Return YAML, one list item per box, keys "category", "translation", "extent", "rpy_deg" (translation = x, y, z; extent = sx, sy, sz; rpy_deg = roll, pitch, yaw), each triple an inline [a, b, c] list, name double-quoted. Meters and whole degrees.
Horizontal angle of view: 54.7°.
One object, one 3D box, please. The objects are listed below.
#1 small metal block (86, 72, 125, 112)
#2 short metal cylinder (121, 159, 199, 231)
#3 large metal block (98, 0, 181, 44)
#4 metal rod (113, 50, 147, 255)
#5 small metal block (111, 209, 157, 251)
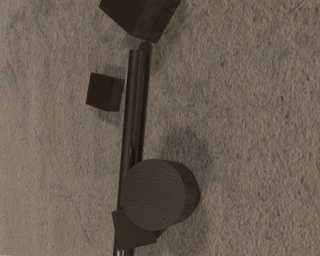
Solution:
- category: "small metal block"
  translation: [-0.084, -0.055, 0.472]
  extent: [0.050, 0.025, 0.050]
  rpy_deg: [20, 102, 38]
- category: "short metal cylinder"
  translation: [0.001, 0.078, 0.372]
  extent: [0.080, 0.050, 0.080]
  rpy_deg: [-4, 80, 23]
- category: "large metal block"
  translation: [-0.025, -0.171, 0.407]
  extent: [0.080, 0.050, 0.080]
  rpy_deg: [47, 118, 29]
- category: "metal rod"
  translation: [-0.043, 0.042, 0.438]
  extent: [0.025, 0.025, 0.298]
  rpy_deg: [8, 95, 39]
- category: "small metal block"
  translation: [-0.034, 0.131, 0.413]
  extent: [0.050, 0.025, 0.050]
  rpy_deg: [-12, 80, -2]
